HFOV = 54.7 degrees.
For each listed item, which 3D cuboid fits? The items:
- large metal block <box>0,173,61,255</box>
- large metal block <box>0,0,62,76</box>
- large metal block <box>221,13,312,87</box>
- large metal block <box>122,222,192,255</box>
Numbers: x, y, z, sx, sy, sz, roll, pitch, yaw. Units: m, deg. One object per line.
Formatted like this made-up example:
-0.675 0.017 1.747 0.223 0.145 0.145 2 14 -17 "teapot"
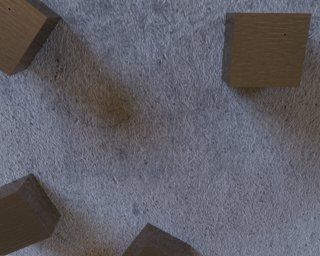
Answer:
-0.204 0.123 0.440 0.080 0.050 0.080 -24 109 8 "large metal block"
-0.175 -0.119 0.351 0.080 0.050 0.080 37 106 -13 "large metal block"
0.120 -0.093 0.363 0.081 0.050 0.079 0 110 0 "large metal block"
-0.007 0.206 0.472 0.080 0.050 0.080 32 107 -11 "large metal block"
